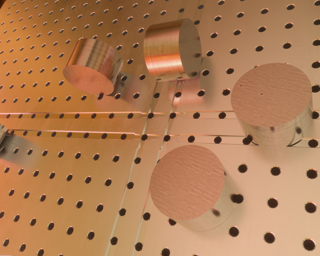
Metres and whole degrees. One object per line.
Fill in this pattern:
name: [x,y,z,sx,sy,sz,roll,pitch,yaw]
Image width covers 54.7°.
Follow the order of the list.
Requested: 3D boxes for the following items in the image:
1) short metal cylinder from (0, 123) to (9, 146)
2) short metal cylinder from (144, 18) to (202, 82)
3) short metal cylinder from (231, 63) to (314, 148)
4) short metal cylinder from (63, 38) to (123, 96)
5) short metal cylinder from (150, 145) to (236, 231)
short metal cylinder: [-0.313,0.009,0.532,0.080,0.080,0.050,7,66,31]
short metal cylinder: [0.020,-0.106,0.427,0.050,0.080,0.080,-1,62,28]
short metal cylinder: [0.124,-0.024,0.342,0.080,0.050,0.080,-13,56,21]
short metal cylinder: [-0.103,-0.093,0.485,0.080,0.080,0.050,2,63,29]
short metal cylinder: [0.036,0.065,0.333,0.080,0.050,0.080,-13,56,21]
